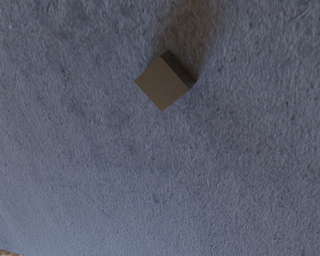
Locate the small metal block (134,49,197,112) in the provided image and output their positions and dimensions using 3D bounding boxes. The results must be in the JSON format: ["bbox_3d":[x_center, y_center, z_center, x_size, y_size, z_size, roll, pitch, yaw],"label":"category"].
[{"bbox_3d":[0.006,-0.055,0.368,0.050,0.025,0.050,48,128,-6],"label":"small metal block"}]
